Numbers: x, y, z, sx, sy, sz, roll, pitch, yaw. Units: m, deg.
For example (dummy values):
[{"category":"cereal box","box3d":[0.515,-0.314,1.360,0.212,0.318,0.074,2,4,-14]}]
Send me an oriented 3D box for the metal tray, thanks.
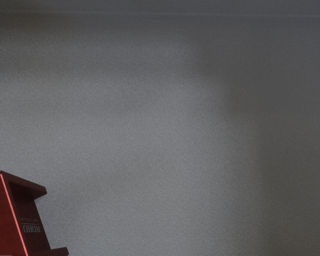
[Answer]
[{"category":"metal tray","box3d":[-0.141,0.102,0.330,0.030,0.130,0.090,-25,73,-8]}]
